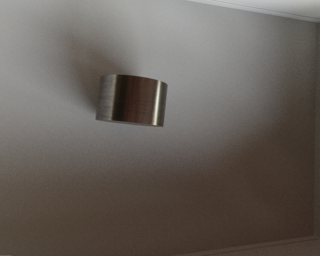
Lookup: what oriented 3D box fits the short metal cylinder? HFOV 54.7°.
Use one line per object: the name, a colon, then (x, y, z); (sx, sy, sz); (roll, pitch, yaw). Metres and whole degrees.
short metal cylinder: (-0.033, -0.030, 0.369); (0.081, 0.080, 0.050); (6, 88, -20)
